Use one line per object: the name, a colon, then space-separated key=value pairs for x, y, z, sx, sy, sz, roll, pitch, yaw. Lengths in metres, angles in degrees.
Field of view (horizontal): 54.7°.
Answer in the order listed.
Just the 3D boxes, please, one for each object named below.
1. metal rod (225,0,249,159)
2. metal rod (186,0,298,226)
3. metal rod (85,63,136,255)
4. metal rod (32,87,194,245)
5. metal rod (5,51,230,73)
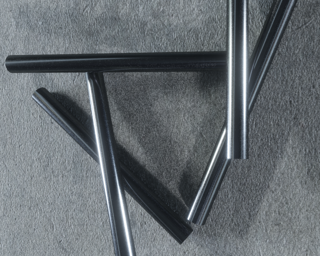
metal rod: x=0.090 y=-0.114 z=0.359 sx=0.025 sy=0.025 sz=0.298 roll=0 pitch=83 yaw=19
metal rod: x=0.097 y=-0.022 z=0.374 sx=0.025 sy=0.025 sz=0.298 roll=23 pitch=97 yaw=18
metal rod: x=-0.064 y=0.054 z=0.403 sx=0.025 sy=0.025 sz=0.299 roll=-18 pitch=74 yaw=19
metal rod: x=-0.074 y=0.044 z=0.433 sx=0.300 sy=0.025 sz=0.025 roll=41 pitch=103 yaw=15
metal rod: x=-0.062 y=-0.086 z=0.408 sx=0.301 sy=0.025 sz=0.025 roll=2 pitch=91 yaw=11
